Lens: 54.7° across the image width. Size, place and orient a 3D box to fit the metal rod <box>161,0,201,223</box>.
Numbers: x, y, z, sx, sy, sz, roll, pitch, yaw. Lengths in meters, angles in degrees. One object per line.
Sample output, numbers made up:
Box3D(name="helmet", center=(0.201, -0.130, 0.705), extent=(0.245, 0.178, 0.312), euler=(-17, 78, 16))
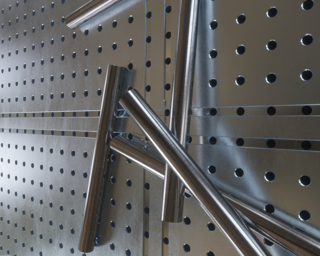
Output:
Box3D(name="metal rod", center=(0.026, -0.042, 0.366), extent=(0.025, 0.025, 0.298), euler=(2, 85, 39))

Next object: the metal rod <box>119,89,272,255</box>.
Box3D(name="metal rod", center=(0.055, 0.077, 0.321), extent=(0.300, 0.025, 0.025), euler=(51, 121, 13))

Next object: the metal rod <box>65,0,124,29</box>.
Box3D(name="metal rod", center=(-0.038, -0.204, 0.438), extent=(0.300, 0.025, 0.025), euler=(-11, 83, 39))

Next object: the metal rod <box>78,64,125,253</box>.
Box3D(name="metal rod", center=(-0.093, 0.052, 0.483), extent=(0.025, 0.025, 0.298), euler=(18, 101, 38))

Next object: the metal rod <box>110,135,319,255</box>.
Box3D(name="metal rod", center=(0.046, 0.071, 0.369), extent=(0.300, 0.025, 0.025), euler=(24, 105, 37))
